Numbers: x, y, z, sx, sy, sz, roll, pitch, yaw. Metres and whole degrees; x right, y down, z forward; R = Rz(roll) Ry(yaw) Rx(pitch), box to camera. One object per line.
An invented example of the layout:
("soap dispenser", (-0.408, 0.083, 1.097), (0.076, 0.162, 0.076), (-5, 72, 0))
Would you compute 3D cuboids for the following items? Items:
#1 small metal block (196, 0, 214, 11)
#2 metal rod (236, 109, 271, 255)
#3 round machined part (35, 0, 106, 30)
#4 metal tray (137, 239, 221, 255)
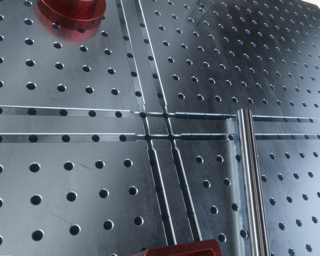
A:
("small metal block", (0.098, -0.270, 0.609), (0.025, 0.050, 0.050), (26, 53, -12))
("metal rod", (0.126, 0.102, 0.412), (0.025, 0.025, 0.300), (16, 55, -19))
("round machined part", (-0.125, -0.192, 0.447), (0.099, 0.042, 0.098), (14, 56, -21))
("metal tray", (0.030, 0.185, 0.307), (0.091, 0.030, 0.130), (3, 61, -27))
